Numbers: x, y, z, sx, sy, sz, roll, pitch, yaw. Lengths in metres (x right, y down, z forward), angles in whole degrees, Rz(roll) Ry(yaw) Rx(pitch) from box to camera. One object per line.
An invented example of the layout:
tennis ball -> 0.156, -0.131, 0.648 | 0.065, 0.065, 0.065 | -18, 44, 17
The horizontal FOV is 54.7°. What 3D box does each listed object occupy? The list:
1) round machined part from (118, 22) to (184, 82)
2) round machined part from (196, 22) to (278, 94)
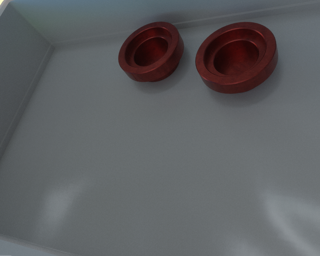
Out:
round machined part -> -0.010, -0.108, 0.465 | 0.098, 0.042, 0.098 | -13, 56, 20
round machined part -> 0.099, -0.084, 0.394 | 0.098, 0.042, 0.098 | -13, 56, 20
